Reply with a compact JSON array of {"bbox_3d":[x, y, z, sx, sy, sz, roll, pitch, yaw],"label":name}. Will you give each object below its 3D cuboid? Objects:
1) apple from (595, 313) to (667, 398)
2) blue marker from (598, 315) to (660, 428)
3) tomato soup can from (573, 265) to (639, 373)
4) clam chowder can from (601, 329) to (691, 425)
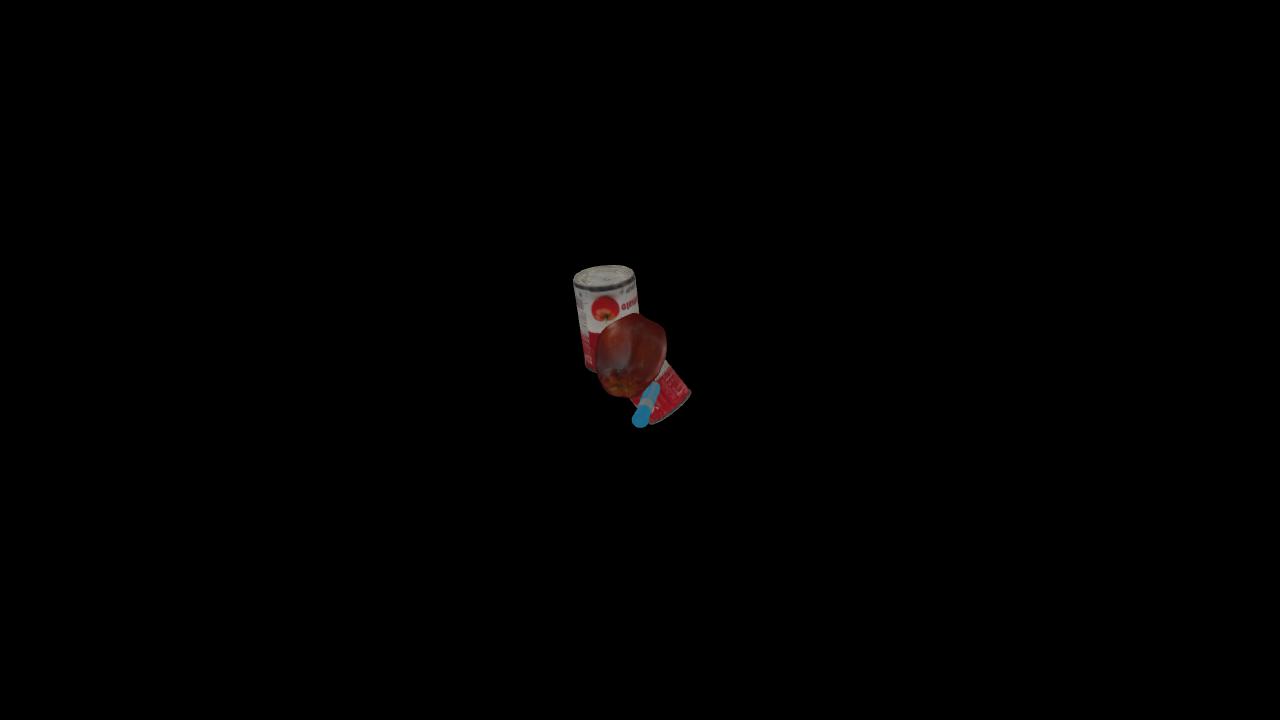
[{"bbox_3d":[-0.012,-0.005,0.643,0.079,0.093,0.079,7,-40,6],"label":"apple"},{"bbox_3d":[0.011,0.044,0.716,0.020,0.020,0.121,0,24,13],"label":"blue marker"},{"bbox_3d":[-0.033,-0.045,0.662,0.068,0.101,0.068,-5,27,3],"label":"tomato soup can"},{"bbox_3d":[0.007,0.020,0.764,0.068,0.102,0.068,-37,8,6],"label":"clam chowder can"}]
